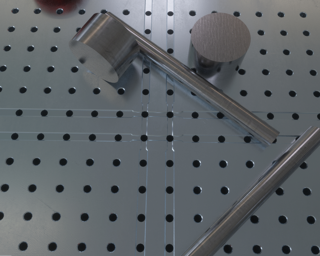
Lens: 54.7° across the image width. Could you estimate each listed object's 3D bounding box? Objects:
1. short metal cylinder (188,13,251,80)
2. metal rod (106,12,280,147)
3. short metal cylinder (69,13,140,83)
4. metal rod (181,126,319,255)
[{"bbox_3d":[0.082,-0.115,0.441,0.081,0.050,0.080,0,70,0],"label":"short metal cylinder"},{"bbox_3d":[0.034,-0.075,0.439,0.300,0.025,0.025,38,74,12],"label":"metal rod"},{"bbox_3d":[-0.075,-0.107,0.421,0.080,0.080,0.050,31,73,10],"label":"short metal cylinder"},{"bbox_3d":[0.097,0.102,0.374,0.301,0.025,0.025,-40,75,-14],"label":"metal rod"}]
